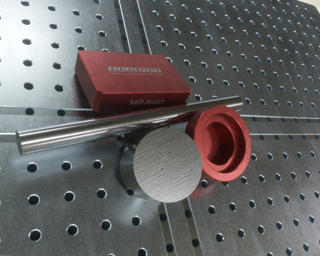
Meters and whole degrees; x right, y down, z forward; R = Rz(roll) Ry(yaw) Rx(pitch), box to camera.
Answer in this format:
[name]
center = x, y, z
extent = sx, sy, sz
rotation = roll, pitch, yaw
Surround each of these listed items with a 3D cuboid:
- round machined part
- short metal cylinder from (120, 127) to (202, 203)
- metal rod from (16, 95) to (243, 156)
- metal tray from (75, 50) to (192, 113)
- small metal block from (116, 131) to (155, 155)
[round machined part]
center = 0.070, 0.021, 0.409
extent = 0.099, 0.042, 0.097
rotation = 5, 81, -32
[short metal cylinder]
center = 0.000, 0.043, 0.352
extent = 0.081, 0.050, 0.080
rotation = 4, 79, -22
[metal rod]
center = -0.010, -0.011, 0.378
extent = 0.303, 0.025, 0.025
rotation = -12, 68, -33
[metal tray]
center = -0.035, -0.063, 0.408
extent = 0.131, 0.030, 0.090
rotation = -5, 46, -31
[small metal block]
center = -0.025, 0.012, 0.399
extent = 0.050, 0.025, 0.050
rotation = 17, 55, -19
